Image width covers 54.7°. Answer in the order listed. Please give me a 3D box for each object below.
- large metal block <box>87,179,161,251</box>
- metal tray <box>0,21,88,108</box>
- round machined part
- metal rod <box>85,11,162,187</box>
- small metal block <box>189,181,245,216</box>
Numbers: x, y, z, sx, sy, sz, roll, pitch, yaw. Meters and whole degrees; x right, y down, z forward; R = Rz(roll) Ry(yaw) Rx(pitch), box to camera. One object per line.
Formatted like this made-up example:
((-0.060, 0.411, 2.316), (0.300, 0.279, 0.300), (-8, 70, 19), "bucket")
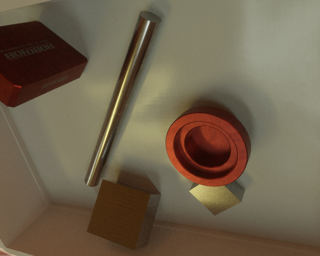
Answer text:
((-0.053, 0.129, 0.473), (0.080, 0.050, 0.080), (13, 82, 20), "large metal block")
((-0.160, -0.083, 0.370), (0.090, 0.131, 0.030), (38, 122, 2), "metal tray")
((0.060, 0.018, 0.374), (0.098, 0.042, 0.097), (12, 119, 22), "round machined part")
((-0.062, -0.016, 0.429), (0.025, 0.025, 0.298), (32, 128, 7), "metal rod")
((0.077, 0.085, 0.420), (0.050, 0.025, 0.050), (44, 129, -3), "small metal block")
